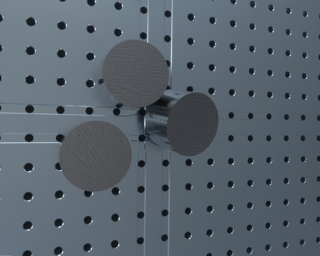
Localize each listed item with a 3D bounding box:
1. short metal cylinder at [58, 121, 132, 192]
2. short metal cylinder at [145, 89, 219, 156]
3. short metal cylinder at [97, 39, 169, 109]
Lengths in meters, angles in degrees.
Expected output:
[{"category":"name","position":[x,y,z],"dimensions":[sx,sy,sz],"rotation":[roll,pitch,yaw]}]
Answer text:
[{"category":"short metal cylinder","position":[-0.079,0.031,0.371],"dimensions":[0.081,0.050,0.079],"rotation":[0,90,-21]},{"category":"short metal cylinder","position":[0.028,-0.008,0.400],"dimensions":[0.081,0.050,0.079],"rotation":[-8,105,-32]},{"category":"short metal cylinder","position":[-0.036,-0.064,0.387],"dimensions":[0.081,0.050,0.079],"rotation":[0,90,-20]}]
